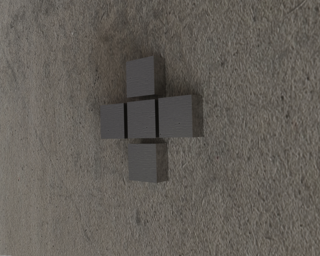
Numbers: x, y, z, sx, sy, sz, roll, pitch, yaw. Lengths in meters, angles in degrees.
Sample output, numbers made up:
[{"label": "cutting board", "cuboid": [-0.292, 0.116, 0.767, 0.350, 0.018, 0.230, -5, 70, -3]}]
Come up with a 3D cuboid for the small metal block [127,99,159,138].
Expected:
[{"label": "small metal block", "cuboid": [-0.017, -0.011, 0.419, 0.050, 0.025, 0.050, -2, 89, 39]}]

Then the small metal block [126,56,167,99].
[{"label": "small metal block", "cuboid": [-0.019, -0.067, 0.420, 0.050, 0.025, 0.050, -2, 89, 39]}]

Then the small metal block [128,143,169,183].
[{"label": "small metal block", "cuboid": [-0.016, 0.046, 0.418, 0.050, 0.025, 0.050, -3, 88, 39]}]

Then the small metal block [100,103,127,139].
[{"label": "small metal block", "cuboid": [-0.061, -0.009, 0.455, 0.050, 0.025, 0.050, -2, 89, 39]}]

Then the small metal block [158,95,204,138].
[{"label": "small metal block", "cuboid": [0.026, -0.013, 0.384, 0.050, 0.025, 0.050, -2, 89, 39]}]
